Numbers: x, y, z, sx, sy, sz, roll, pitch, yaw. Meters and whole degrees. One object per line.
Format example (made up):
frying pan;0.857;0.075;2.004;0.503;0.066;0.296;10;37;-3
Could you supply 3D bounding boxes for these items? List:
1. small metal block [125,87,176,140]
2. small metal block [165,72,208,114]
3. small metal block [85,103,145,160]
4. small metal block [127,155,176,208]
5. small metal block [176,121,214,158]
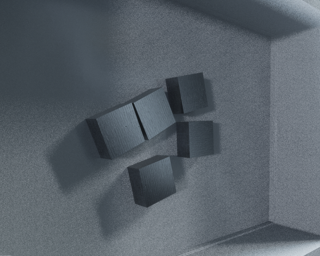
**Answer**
small metal block;-0.013;-0.019;0.395;0.050;0.025;0.050;-34;111;-35
small metal block;0.038;-0.050;0.438;0.050;0.025;0.050;-17;101;-39
small metal block;-0.051;0.003;0.363;0.050;0.025;0.050;-29;108;-36
small metal block;-0.010;0.067;0.398;0.050;0.025;0.050;-18;102;-39
small metal block;0.051;0.015;0.450;0.050;0.025;0.050;-4;93;-40
